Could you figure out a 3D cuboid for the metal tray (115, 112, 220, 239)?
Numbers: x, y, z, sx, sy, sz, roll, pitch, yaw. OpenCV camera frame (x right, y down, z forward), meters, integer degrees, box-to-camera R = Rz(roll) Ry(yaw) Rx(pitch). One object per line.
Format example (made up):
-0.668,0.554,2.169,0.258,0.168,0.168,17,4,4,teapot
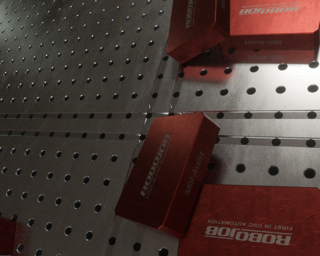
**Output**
0.007,0.048,0.350,0.090,0.030,0.130,-4,57,52,metal tray

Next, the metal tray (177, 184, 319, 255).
0.086,0.102,0.297,0.130,0.030,0.090,-3,60,26,metal tray

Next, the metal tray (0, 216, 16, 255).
-0.267,0.184,0.428,0.130,0.030,0.090,-21,54,15,metal tray

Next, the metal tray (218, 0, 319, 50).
0.149,-0.150,0.418,0.130,0.030,0.090,8,66,31,metal tray

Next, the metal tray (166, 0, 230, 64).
0.057,-0.168,0.457,0.090,0.030,0.130,-22,50,42,metal tray
